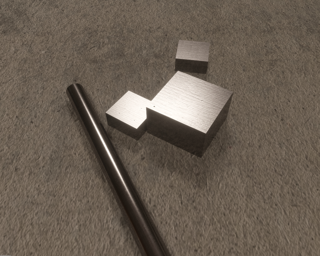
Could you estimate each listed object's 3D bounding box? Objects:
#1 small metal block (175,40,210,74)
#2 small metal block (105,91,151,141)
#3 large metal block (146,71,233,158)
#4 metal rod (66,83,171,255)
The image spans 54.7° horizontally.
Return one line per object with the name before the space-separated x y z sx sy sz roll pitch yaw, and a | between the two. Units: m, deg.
small metal block | 0.053 -0.116 0.501 0.050 0.025 0.050 7 50 5
small metal block | -0.036 -0.018 0.418 0.050 0.025 0.050 27 55 20
large metal block | 0.038 -0.020 0.404 0.080 0.050 0.080 25 54 19
metal rod | -0.054 0.048 0.362 0.025 0.025 0.300 -21 53 -17
